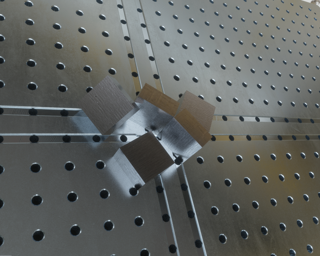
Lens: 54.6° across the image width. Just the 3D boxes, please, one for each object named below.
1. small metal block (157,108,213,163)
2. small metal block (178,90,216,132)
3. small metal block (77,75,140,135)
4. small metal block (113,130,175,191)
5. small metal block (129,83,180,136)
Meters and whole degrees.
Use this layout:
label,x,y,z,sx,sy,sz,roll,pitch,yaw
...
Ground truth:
label,x,y,z,sx,sy,sz,roll,pitch,yaw
small metal block,0.031,0.011,0.402,0.050,0.050,0.025,47,51,4
small metal block,0.048,-0.018,0.444,0.050,0.025,0.050,29,52,-10
small metal block,-0.061,-0.026,0.373,0.050,0.050,0.025,51,8,7
small metal block,-0.019,0.038,0.374,0.050,0.025,0.050,-30,78,-37
small metal block,-0.011,-0.023,0.400,0.050,0.050,0.025,30,52,-9
